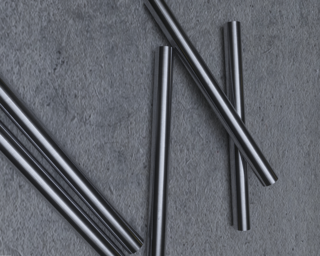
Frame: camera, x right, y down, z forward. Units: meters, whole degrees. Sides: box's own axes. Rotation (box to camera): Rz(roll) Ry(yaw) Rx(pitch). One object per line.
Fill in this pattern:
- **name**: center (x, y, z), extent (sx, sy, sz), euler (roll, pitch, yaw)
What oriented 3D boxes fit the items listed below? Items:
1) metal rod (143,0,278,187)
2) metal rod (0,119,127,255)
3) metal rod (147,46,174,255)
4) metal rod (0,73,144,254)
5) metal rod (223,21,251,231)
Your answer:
- **metal rod**: center (0.071, -0.050, 0.419), extent (0.025, 0.025, 0.299), euler (-35, 95, -17)
- **metal rod**: center (-0.123, 0.080, 0.364), extent (0.025, 0.025, 0.300), euler (-42, 104, -15)
- **metal rod**: center (0.000, 0.043, 0.410), extent (0.025, 0.025, 0.298), euler (3, 89, -20)
- **metal rod**: center (-0.119, 0.036, 0.365), extent (0.025, 0.025, 0.299), euler (-41, 103, -16)
- **metal rod**: center (0.112, -0.002, 0.452), extent (0.025, 0.025, 0.298), euler (-4, 91, -20)
